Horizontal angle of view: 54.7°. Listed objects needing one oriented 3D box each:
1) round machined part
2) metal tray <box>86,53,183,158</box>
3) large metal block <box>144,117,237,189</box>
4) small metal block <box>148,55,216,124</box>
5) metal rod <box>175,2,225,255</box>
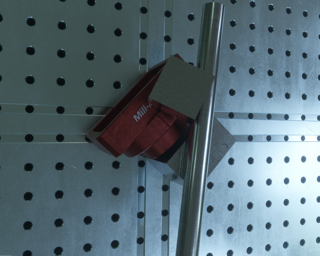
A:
[{"bbox_3d":[-0.005,-0.001,0.377,0.042,0.098,0.098,44,76,-15],"label":"round machined part"},{"bbox_3d":[-0.027,-0.026,0.369,0.030,0.090,0.130,45,76,-15],"label":"metal tray"},{"bbox_3d":[0.036,0.027,0.395,0.050,0.080,0.080,45,76,-15],"label":"large metal block"},{"bbox_3d":[0.021,-0.039,0.317,0.050,0.025,0.050,26,79,0],"label":"small metal block"},{"bbox_3d":[0.044,0.011,0.345,0.025,0.025,0.298,7,88,-20],"label":"metal rod"}]
